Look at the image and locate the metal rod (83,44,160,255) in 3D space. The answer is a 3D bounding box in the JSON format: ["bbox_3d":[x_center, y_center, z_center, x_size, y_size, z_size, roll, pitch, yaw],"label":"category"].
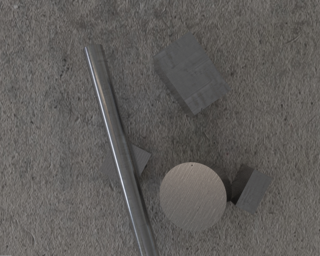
[{"bbox_3d":[-0.044,0.045,0.384,0.025,0.025,0.298,-15,90,0],"label":"metal rod"}]

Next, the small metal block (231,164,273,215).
[{"bbox_3d":[0.113,0.077,0.398,0.025,0.050,0.050,28,90,-2],"label":"small metal block"}]

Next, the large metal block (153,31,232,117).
[{"bbox_3d":[0.036,-0.061,0.383,0.050,0.080,0.080,-35,90,0],"label":"large metal block"}]

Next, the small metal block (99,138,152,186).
[{"bbox_3d":[-0.045,0.044,0.410,0.050,0.025,0.050,27,90,0],"label":"small metal block"}]

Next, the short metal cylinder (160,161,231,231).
[{"bbox_3d":[0.046,0.081,0.386,0.080,0.050,0.080,-1,86,19],"label":"short metal cylinder"}]
